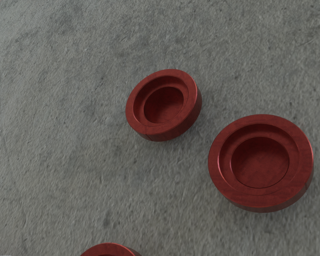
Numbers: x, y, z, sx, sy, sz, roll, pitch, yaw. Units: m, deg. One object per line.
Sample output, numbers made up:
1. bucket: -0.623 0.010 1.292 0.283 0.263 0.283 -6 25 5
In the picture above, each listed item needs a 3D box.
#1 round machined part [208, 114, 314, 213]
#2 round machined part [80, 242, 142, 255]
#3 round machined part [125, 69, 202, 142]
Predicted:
1. round machined part: 0.103 0.038 0.315 0.098 0.042 0.098 -13 56 20
2. round machined part: -0.048 0.170 0.312 0.098 0.042 0.098 -13 56 20
3. round machined part: 0.008 -0.025 0.403 0.098 0.042 0.098 -13 56 20
